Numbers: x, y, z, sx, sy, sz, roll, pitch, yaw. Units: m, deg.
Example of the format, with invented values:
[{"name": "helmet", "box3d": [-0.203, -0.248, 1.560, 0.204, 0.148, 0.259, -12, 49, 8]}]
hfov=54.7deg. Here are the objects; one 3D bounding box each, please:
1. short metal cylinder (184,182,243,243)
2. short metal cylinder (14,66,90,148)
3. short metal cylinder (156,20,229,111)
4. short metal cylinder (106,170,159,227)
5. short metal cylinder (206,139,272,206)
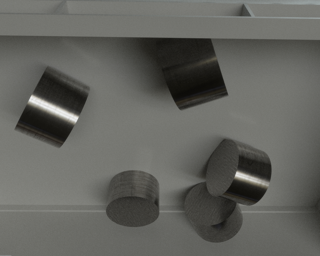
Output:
[{"name": "short metal cylinder", "box3d": [0.084, 0.129, 0.484, 0.080, 0.080, 0.050, -15, 129, 12]}, {"name": "short metal cylinder", "box3d": [-0.121, -0.023, 0.352, 0.050, 0.080, 0.080, 27, 125, -21]}, {"name": "short metal cylinder", "box3d": [0.034, -0.063, 0.319, 0.050, 0.080, 0.080, -17, 128, 14]}, {"name": "short metal cylinder", "box3d": [-0.041, 0.112, 0.487, 0.081, 0.050, 0.079, 0, 130, 0]}, {"name": "short metal cylinder", "box3d": [0.106, 0.061, 0.426, 0.050, 0.080, 0.079, 19, 128, -16]}]
